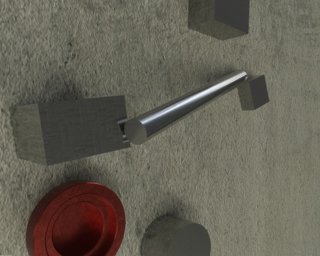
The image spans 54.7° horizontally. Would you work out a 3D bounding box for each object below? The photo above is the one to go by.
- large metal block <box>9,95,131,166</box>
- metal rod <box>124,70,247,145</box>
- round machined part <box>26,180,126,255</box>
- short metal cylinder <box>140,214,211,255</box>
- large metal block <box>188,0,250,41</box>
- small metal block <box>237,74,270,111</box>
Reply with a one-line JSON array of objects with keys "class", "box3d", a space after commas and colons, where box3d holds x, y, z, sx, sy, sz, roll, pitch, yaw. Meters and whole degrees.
[{"class": "large metal block", "box3d": [-0.087, -0.001, 0.297, 0.081, 0.080, 0.050, -11, 97, -40]}, {"class": "metal rod", "box3d": [0.056, -0.041, 0.401, 0.302, 0.025, 0.025, -30, 110, -53]}, {"class": "round machined part", "box3d": [-0.088, 0.102, 0.321, 0.099, 0.042, 0.097, 0, 90, -40]}, {"class": "short metal cylinder", "box3d": [0.021, 0.160, 0.409, 0.081, 0.050, 0.079, 0, 90, -40]}, {"class": "large metal block", "box3d": [0.090, -0.185, 0.466, 0.081, 0.050, 0.080, 4, 88, -40]}, {"class": "small metal block", "box3d": [0.164, -0.063, 0.546, 0.050, 0.025, 0.050, -26, 107, -37]}]
